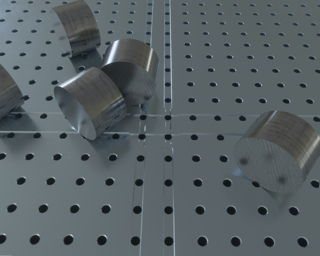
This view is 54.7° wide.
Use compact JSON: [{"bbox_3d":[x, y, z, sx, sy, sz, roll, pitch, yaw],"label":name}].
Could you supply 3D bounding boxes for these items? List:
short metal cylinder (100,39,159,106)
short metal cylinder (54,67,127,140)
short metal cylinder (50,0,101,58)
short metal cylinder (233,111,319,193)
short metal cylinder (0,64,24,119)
[{"bbox_3d":[-0.044,-0.077,0.436,0.080,0.080,0.050,4,50,3],"label":"short metal cylinder"},{"bbox_3d":[-0.089,-0.031,0.397,0.080,0.080,0.050,35,58,25],"label":"short metal cylinder"},{"bbox_3d":[-0.139,-0.162,0.506,0.050,0.080,0.080,-27,55,-21],"label":"short metal cylinder"},{"bbox_3d":[0.132,0.027,0.351,0.080,0.080,0.050,32,57,23],"label":"short metal cylinder"},{"bbox_3d":[-0.229,-0.050,0.411,0.080,0.080,0.050,32,57,23],"label":"short metal cylinder"}]
